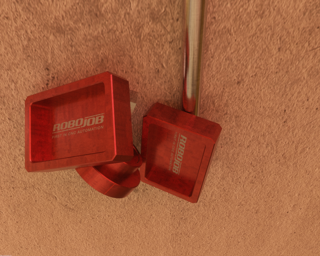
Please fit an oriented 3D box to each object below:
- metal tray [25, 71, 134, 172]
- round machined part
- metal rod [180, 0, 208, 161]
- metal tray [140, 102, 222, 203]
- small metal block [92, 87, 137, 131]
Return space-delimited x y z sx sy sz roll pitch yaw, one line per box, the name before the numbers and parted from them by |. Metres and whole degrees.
metal tray | -0.093 -0.002 0.340 0.130 0.090 0.030 -11 168 28
round machined part | -0.061 0.037 0.392 0.098 0.098 0.042 36 108 -27
metal rod | 0.036 -0.075 0.344 0.025 0.025 0.298 -1 130 1
metal tray | 0.021 0.037 0.408 0.090 0.030 0.129 20 135 14
small metal block | -0.061 -0.026 0.384 0.050 0.025 0.050 17 128 -14
